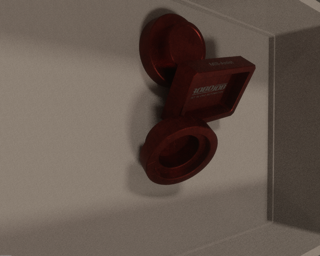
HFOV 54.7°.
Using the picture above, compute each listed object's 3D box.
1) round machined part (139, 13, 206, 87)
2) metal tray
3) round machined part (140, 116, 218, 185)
[{"bbox_3d":[0.024,-0.105,0.418,0.099,0.042,0.097,0,90,-40],"label":"round machined part"},{"bbox_3d":[0.069,-0.050,0.432,0.131,0.030,0.089,-15,137,-39],"label":"metal tray"},{"bbox_3d":[0.020,0.024,0.394,0.099,0.042,0.097,-17,135,-17],"label":"round machined part"}]
